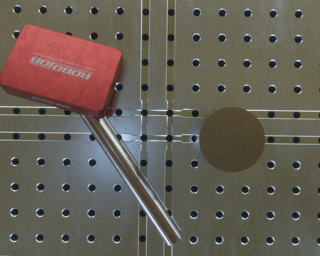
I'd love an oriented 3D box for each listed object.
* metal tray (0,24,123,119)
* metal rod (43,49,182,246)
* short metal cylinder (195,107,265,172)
[{"bbox_3d":[-0.122,-0.072,0.395,0.131,0.030,0.090,16,71,-1],"label":"metal tray"},{"bbox_3d":[-0.064,0.024,0.412,0.025,0.025,0.299,-34,90,0],"label":"metal rod"},{"bbox_3d":[0.088,0.014,0.401,0.081,0.050,0.080,0,90,0],"label":"short metal cylinder"}]
